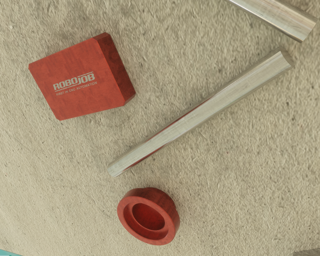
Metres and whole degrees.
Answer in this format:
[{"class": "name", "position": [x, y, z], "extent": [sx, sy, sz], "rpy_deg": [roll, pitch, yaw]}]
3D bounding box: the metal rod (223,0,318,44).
[{"class": "metal rod", "position": [0.009, -0.168, 0.297], "extent": [0.301, 0.025, 0.025], "rpy_deg": [32, 128, 6]}]

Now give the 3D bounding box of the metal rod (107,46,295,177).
[{"class": "metal rod", "position": [0.026, -0.002, 0.390], "extent": [0.299, 0.025, 0.025], "rpy_deg": [-35, 99, 38]}]

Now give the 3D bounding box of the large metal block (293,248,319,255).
[{"class": "large metal block", "position": [0.227, 0.201, 0.395], "extent": [0.080, 0.050, 0.080], "rpy_deg": [-31, 102, 37]}]

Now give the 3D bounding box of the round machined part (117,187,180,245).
[{"class": "round machined part", "position": [-0.014, 0.132, 0.483], "extent": [0.098, 0.042, 0.097], "rpy_deg": [13, 124, 20]}]

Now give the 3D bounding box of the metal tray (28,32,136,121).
[{"class": "metal tray", "position": [-0.107, -0.064, 0.418], "extent": [0.130, 0.030, 0.090], "rpy_deg": [-10, 114, 32]}]
